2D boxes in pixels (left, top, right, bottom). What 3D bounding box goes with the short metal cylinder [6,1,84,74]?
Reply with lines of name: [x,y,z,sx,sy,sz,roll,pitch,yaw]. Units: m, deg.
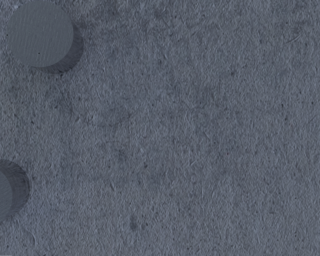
short metal cylinder: [-0.144,-0.113,0.396,0.081,0.050,0.080,0,90,0]

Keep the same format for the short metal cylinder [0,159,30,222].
short metal cylinder: [-0.217,0.082,0.396,0.081,0.050,0.080,0,90,0]
